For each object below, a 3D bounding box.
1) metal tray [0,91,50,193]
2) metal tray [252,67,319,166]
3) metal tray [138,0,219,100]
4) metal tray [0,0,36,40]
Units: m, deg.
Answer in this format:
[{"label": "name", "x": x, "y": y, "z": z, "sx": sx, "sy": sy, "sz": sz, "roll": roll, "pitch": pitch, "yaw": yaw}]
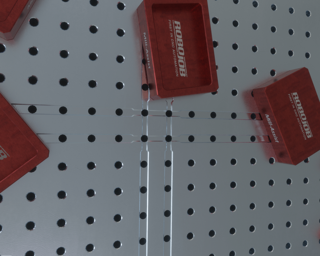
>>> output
[{"label": "metal tray", "x": -0.197, "y": 0.006, "z": 0.337, "sx": 0.090, "sy": 0.030, "sz": 0.130, "roll": -40, "pitch": 103, "yaw": -16}, {"label": "metal tray", "x": 0.209, "y": -0.019, "z": 0.487, "sx": 0.091, "sy": 0.030, "sz": 0.130, "roll": -27, "pitch": 99, "yaw": -18}, {"label": "metal tray", "x": 0.025, "y": -0.108, "z": 0.418, "sx": 0.091, "sy": 0.030, "sz": 0.129, "roll": -9, "pitch": 93, "yaw": -20}, {"label": "metal tray", "x": -0.179, "y": -0.177, "z": 0.343, "sx": 0.090, "sy": 0.030, "sz": 0.130, "roll": 28, "pitch": 81, "yaw": -18}]
